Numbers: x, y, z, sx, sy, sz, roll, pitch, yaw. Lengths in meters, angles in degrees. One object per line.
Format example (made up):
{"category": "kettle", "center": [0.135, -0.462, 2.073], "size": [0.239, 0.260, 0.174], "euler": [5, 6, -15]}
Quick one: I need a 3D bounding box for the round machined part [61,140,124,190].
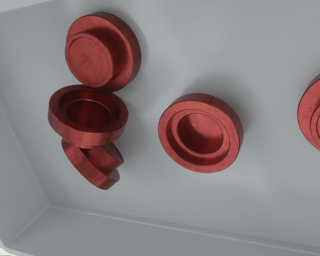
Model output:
{"category": "round machined part", "center": [-0.089, 0.037, 0.442], "size": [0.042, 0.098, 0.098], "euler": [-41, 97, 3]}

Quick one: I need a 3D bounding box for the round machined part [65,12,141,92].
{"category": "round machined part", "center": [-0.076, -0.089, 0.382], "size": [0.098, 0.042, 0.097], "euler": [13, 124, 20]}

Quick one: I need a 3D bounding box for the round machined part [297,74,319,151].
{"category": "round machined part", "center": [0.181, -0.009, 0.289], "size": [0.098, 0.042, 0.097], "euler": [18, 127, 26]}

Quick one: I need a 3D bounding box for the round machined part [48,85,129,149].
{"category": "round machined part", "center": [-0.094, -0.011, 0.402], "size": [0.098, 0.098, 0.042], "euler": [29, 128, 9]}

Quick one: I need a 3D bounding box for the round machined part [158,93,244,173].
{"category": "round machined part", "center": [0.051, 0.002, 0.372], "size": [0.098, 0.042, 0.097], "euler": [13, 124, 20]}
